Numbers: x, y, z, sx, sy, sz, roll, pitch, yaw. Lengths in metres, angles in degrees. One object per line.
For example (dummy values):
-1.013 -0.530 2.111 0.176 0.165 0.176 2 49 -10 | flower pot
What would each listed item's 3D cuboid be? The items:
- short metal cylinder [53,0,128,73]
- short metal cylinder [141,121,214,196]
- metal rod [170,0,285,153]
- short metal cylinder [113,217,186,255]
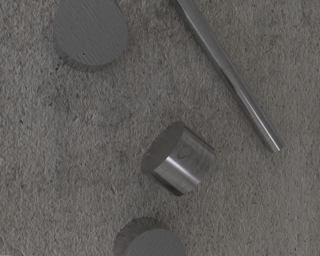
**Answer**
-0.083 -0.109 0.365 0.081 0.050 0.079 0 90 -20 | short metal cylinder
0.021 0.038 0.388 0.050 0.080 0.080 39 78 -16 | short metal cylinder
0.092 -0.088 0.442 0.025 0.025 0.299 -40 103 -16 | metal rod
-0.014 0.159 0.391 0.081 0.050 0.079 0 90 -20 | short metal cylinder
